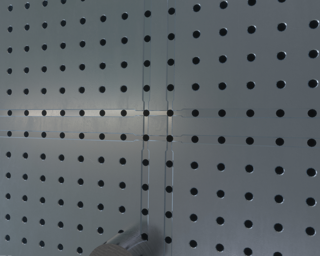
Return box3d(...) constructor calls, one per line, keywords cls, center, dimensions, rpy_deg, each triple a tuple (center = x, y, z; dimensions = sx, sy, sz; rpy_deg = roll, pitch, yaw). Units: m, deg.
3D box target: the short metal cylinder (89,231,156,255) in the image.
box3d(cls="short metal cylinder", center=(-0.051, 0.187, 0.417), dimensions=(0.080, 0.050, 0.079), rpy_deg=(0, 90, 20))
